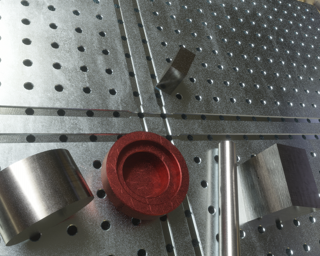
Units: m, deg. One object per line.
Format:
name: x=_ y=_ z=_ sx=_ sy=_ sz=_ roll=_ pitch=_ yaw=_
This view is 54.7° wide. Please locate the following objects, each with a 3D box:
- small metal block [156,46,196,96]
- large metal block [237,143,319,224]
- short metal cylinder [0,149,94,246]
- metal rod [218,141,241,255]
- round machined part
small metal block: x=0.023 y=-0.085 z=0.458 sx=0.025 sy=0.050 sz=0.050 roll=32 pitch=52 yaw=-9
large metal block: x=0.155 y=0.077 z=0.412 sx=0.050 sy=0.080 sz=0.080 roll=11 pitch=57 yaw=-23
short metal cylinder: x=-0.107 y=0.061 z=0.278 sx=0.081 sy=0.080 sz=0.050 roll=-23 pitch=75 yaw=-37
metal rod: x=0.082 y=0.149 z=0.363 sx=0.025 sy=0.025 sz=0.300 roll=19 pitch=54 yaw=-18
round machined part: x=-0.019 y=0.056 z=0.354 sx=0.099 sy=0.042 sz=0.098 roll=14 pitch=56 yaw=-21
